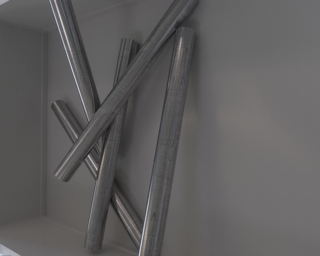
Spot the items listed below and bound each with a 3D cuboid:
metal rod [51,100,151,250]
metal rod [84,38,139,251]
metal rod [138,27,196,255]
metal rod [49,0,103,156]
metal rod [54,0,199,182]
[{"bbox_3d":[-0.100,0.061,0.489,0.300,0.025,0.025,51,120,28],"label":"metal rod"},{"bbox_3d":[-0.069,0.022,0.442,0.025,0.025,0.298,10,89,39],"label":"metal rod"},{"bbox_3d":[0.008,0.027,0.356,0.025,0.025,0.299,1,77,40],"label":"metal rod"},{"bbox_3d":[-0.106,-0.086,0.407,0.025,0.025,0.298,14,127,39],"label":"metal rod"},{"bbox_3d":[-0.051,-0.047,0.410,0.025,0.025,0.299,45,105,30],"label":"metal rod"}]
